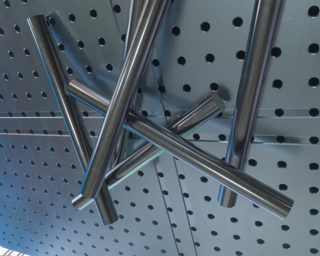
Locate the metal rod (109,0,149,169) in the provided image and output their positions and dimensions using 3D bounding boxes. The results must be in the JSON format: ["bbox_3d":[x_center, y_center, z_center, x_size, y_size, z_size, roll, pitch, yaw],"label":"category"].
[{"bbox_3d":[-0.044,-0.042,0.408,0.025,0.025,0.298,24,127,13],"label":"metal rod"}]

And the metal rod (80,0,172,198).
[{"bbox_3d":[-0.038,-0.045,0.351,0.025,0.025,0.298,27,111,11],"label":"metal rod"}]

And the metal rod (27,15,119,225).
[{"bbox_3d":[-0.118,-0.005,0.432,0.025,0.025,0.299,-12,100,33],"label":"metal rod"}]

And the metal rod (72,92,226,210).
[{"bbox_3d":[-0.033,0.046,0.435,0.299,0.025,0.025,-38,97,32],"label":"metal rod"}]

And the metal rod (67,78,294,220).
[{"bbox_3d":[0.011,0.016,0.372,0.300,0.025,0.025,30,128,16],"label":"metal rod"}]

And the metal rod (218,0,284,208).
[{"bbox_3d":[0.097,-0.025,0.344,0.025,0.025,0.298,15,125,19],"label":"metal rod"}]
